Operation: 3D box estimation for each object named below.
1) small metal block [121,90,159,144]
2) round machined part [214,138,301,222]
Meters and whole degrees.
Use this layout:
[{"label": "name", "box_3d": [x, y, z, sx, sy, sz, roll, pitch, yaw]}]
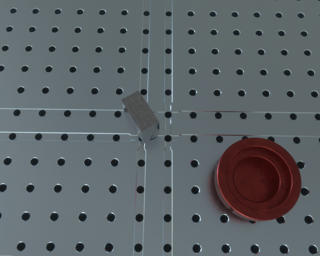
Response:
[{"label": "small metal block", "box_3d": [-0.025, -0.013, 0.403, 0.025, 0.050, 0.050, -30, 73, -10]}, {"label": "round machined part", "box_3d": [0.116, 0.064, 0.381, 0.099, 0.042, 0.098, 0, 70, -1]}]
